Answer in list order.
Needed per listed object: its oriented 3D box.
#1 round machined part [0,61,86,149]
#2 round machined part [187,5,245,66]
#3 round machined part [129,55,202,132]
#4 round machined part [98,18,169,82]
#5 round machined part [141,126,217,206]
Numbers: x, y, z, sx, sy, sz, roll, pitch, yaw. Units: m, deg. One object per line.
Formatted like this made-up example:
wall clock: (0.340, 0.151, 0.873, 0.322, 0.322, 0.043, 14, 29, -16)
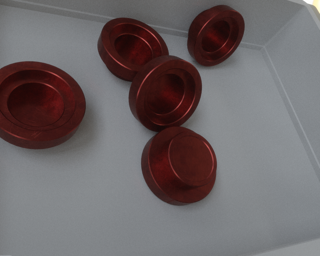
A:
round machined part: (-0.135, -0.021, 0.336, 0.099, 0.042, 0.098, 14, 56, -21)
round machined part: (0.086, -0.153, 0.506, 0.099, 0.097, 0.042, -9, 45, -32)
round machined part: (0.003, -0.047, 0.403, 0.099, 0.097, 0.042, -8, 30, -32)
round machined part: (-0.040, -0.105, 0.438, 0.099, 0.042, 0.098, 14, 56, -21)
round machined part: (0.030, 0.043, 0.379, 0.099, 0.042, 0.098, 12, 63, -25)
